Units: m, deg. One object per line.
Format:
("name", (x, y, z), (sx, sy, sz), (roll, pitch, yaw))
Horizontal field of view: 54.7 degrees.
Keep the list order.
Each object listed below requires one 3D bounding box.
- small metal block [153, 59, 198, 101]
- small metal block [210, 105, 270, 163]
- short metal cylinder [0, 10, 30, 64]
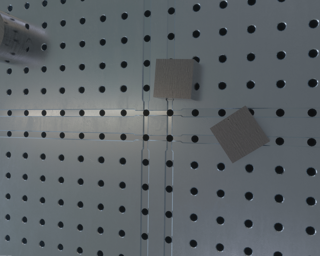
("small metal block", (0.021, -0.063, 0.405), (0.050, 0.025, 0.050), (5, 92, 19))
("small metal block", (0.098, 0.008, 0.378), (0.050, 0.025, 0.050), (-34, 79, 16))
("short metal cylinder", (-0.257, -0.145, 0.490), (0.080, 0.050, 0.079), (0, 90, 20))
